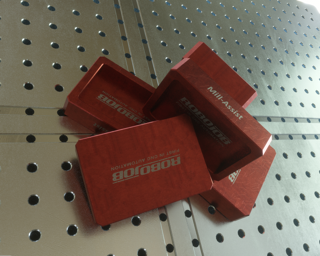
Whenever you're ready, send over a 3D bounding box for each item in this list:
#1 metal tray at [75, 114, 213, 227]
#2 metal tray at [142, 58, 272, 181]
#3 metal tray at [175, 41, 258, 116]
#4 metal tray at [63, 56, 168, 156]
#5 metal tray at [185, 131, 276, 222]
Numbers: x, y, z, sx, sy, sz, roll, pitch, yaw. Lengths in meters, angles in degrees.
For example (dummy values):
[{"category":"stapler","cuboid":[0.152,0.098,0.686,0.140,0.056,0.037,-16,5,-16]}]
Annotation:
[{"category":"metal tray","cuboid":[-0.017,0.043,0.340,0.131,0.030,0.090,-14,79,-19]},{"category":"metal tray","cuboid":[0.049,-0.006,0.359,0.130,0.090,0.030,44,51,1]},{"category":"metal tray","cuboid":[0.061,-0.049,0.406,0.090,0.130,0.030,43,79,1]},{"category":"metal tray","cuboid":[-0.043,-0.025,0.398,0.130,0.030,0.090,31,51,-8]},{"category":"metal tray","cuboid":[0.101,0.050,0.429,0.090,0.030,0.131,42,51,0]}]
